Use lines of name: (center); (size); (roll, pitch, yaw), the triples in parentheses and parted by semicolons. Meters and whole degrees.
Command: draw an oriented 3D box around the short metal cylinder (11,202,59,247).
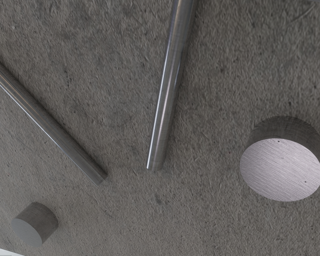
short metal cylinder: (-0.264, 0.205, 0.657); (0.080, 0.050, 0.079); (13, 124, 21)

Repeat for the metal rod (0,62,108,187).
metal rod: (-0.195, -0.023, 0.495); (0.300, 0.025, 0.025); (48, 129, -6)

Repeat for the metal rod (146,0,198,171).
metal rod: (0.014, -0.066, 0.358); (0.025, 0.025, 0.298); (22, 127, 15)

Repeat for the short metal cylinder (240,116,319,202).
short metal cylinder: (0.134, 0.033, 0.341); (0.080, 0.050, 0.079); (13, 124, 21)
